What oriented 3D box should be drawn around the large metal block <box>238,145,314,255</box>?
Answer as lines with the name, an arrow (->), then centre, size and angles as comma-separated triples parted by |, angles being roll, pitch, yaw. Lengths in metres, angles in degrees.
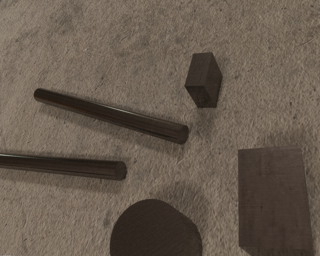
large metal block -> 0.103, 0.070, 0.272 | 0.050, 0.080, 0.080 | -7, 59, 24

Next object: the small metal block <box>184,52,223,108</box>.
small metal block -> 0.057, -0.060, 0.394 | 0.025, 0.050, 0.050 | 2, 63, 29

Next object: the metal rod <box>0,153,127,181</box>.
metal rod -> -0.183, 0.053, 0.464 | 0.300, 0.025, 0.025 | 1, 62, 28

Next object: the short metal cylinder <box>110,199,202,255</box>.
short metal cylinder -> -0.003, 0.119, 0.316 | 0.080, 0.050, 0.080 | -13, 56, 20

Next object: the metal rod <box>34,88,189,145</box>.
metal rod -> -0.092, -0.025, 0.465 | 0.300, 0.025, 0.025 | 16, 70, 34
